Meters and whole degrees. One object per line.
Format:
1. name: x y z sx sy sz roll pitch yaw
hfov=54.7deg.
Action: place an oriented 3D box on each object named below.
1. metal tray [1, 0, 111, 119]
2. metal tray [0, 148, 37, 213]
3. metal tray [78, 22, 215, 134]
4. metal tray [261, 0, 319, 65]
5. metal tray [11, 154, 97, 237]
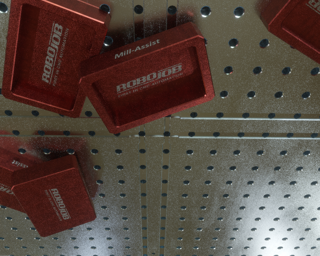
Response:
1. metal tray: -0.116 -0.078 0.340 0.091 0.030 0.129 17 128 -15
2. metal tray: -0.221 0.087 0.479 0.131 0.030 0.090 30 124 -23
3. metal tray: -0.011 -0.051 0.342 0.131 0.030 0.090 -20 137 2
4. metal tray: 0.183 -0.112 0.315 0.131 0.030 0.089 24 126 -20
5. metal tray: -0.157 0.107 0.473 0.091 0.030 0.129 -17 131 -12
